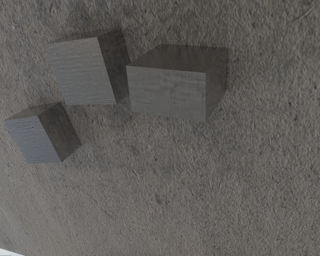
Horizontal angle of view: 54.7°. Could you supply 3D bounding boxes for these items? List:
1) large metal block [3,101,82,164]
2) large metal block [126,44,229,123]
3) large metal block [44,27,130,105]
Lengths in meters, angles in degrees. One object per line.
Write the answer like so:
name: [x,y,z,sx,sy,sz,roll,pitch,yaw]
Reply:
large metal block: [-0.186,0.009,0.494,0.080,0.050,0.080,-6,116,31]
large metal block: [0.022,-0.052,0.328,0.080,0.080,0.050,10,123,23]
large metal block: [-0.085,-0.076,0.388,0.080,0.050,0.080,1,119,27]
